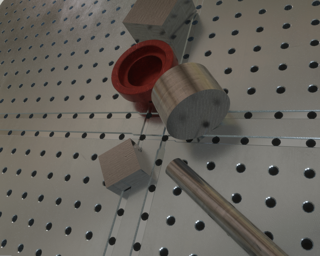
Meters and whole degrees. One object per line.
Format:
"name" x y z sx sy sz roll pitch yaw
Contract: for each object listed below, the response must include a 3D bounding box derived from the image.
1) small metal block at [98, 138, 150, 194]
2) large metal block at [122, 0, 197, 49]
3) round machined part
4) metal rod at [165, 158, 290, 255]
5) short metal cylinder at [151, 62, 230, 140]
"small metal block" -0.047 0.049 0.401 0.050 0.025 0.050 -30 52 8
"large metal block" 0.000 -0.180 0.501 0.080 0.050 0.080 18 71 34
"round machined part" -0.018 -0.078 0.453 0.098 0.042 0.098 -13 56 20
"metal rod" 0.106 0.122 0.276 0.025 0.025 0.300 -46 52 -4
"short metal cylinder" 0.036 -0.031 0.372 0.080 0.080 0.050 -32 52 7
